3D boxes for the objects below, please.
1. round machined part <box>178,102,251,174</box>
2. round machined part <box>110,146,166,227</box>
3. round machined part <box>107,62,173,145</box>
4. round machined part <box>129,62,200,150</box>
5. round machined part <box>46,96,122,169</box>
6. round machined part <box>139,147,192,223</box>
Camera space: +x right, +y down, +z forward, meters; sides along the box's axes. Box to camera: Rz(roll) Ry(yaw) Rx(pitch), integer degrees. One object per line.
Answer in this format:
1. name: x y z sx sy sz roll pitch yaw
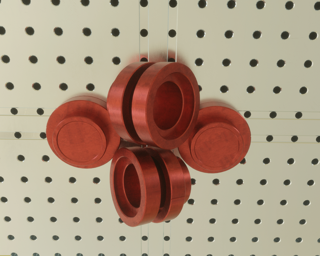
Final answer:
1. round machined part: 0.072 0.018 0.411 0.099 0.042 0.097 0 110 0
2. round machined part: -0.025 0.072 0.396 0.042 0.098 0.097 -3 114 -33
3. round machined part: -0.025 -0.031 0.375 0.042 0.099 0.097 11 116 39
4. round machined part: 0.002 -0.027 0.357 0.042 0.099 0.097 11 116 39
5. round machined part: -0.101 0.011 0.407 0.099 0.042 0.097 0 110 0
6. round machined part: 0.005 0.072 0.411 0.042 0.098 0.097 -3 114 -33
